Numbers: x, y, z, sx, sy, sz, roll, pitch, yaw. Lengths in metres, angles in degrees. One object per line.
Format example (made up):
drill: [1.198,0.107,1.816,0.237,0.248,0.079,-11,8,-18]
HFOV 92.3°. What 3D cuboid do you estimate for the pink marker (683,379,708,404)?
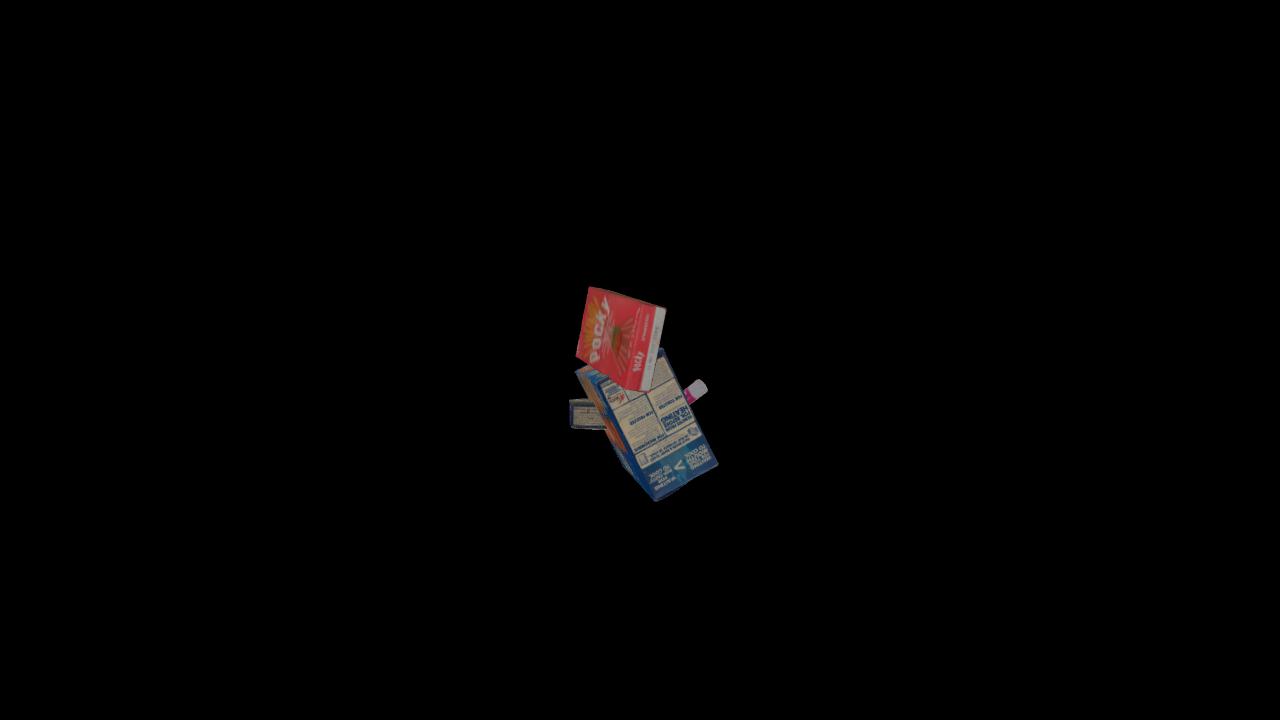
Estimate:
pink marker: [0.030,0.065,0.734,0.121,0.020,0.020,-40,-18,22]

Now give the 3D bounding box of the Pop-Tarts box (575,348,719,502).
Pop-Tarts box: [0.000,0.062,0.702,0.083,0.141,0.167,-28,9,-10]

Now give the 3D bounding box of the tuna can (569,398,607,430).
tuna can: [-0.043,0.064,0.742,0.084,0.034,0.084,0,-1,0]

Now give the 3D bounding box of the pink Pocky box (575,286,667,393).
pink Pocky box: [-0.025,-0.026,0.638,0.029,0.084,0.155,8,9,-26]
